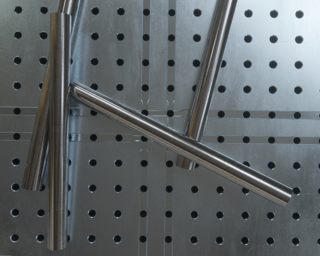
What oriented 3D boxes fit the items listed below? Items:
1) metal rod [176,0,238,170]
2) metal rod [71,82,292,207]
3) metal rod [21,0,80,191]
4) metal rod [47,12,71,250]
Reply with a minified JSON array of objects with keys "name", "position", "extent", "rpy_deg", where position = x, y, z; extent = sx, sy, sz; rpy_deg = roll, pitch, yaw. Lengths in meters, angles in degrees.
[{"name":"metal rod","position":[0.071,-0.092,0.413],"extent":[0.025,0.025,0.299],"rpy_deg":[14,90,0]},{"name":"metal rod","position":[0.018,0.016,0.391],"extent":[0.301,0.025,0.025],"rpy_deg":[27,90,9]},{"name":"metal rod","position":[-0.141,-0.067,0.412],"extent":[0.025,0.025,0.299],"rpy_deg":[12,90,0]},{"name":"metal rod","position":[-0.130,0.009,0.398],"extent":[0.025,0.025,0.298],"rpy_deg":[3,96,0]}]
